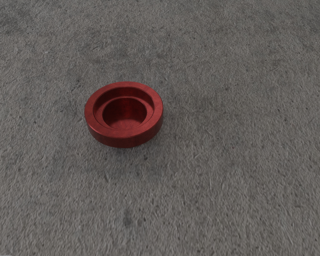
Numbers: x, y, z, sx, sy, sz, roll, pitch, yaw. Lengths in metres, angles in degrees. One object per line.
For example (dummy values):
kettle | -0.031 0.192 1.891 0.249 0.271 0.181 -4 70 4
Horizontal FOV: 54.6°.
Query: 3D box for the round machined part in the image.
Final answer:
round machined part | -0.045 -0.013 0.403 0.099 0.042 0.098 0 50 0
